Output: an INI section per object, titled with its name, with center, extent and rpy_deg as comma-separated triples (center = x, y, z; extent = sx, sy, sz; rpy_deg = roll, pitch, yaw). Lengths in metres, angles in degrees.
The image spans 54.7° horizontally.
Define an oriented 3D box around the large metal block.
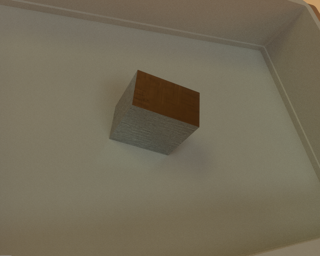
[large metal block]
center = -0.007, -0.015, 0.377
extent = 0.081, 0.080, 0.050
rpy_deg = 18, 55, -19
